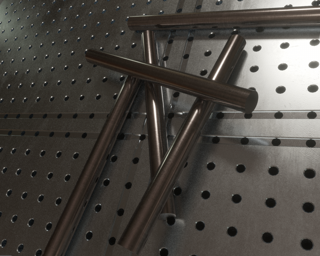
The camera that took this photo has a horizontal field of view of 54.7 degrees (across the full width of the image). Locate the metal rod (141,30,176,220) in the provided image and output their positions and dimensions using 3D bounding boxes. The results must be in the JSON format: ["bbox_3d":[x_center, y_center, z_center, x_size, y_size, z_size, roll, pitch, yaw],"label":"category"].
[{"bbox_3d":[-0.007,-0.026,0.426,0.025,0.025,0.299,-18,55,18],"label":"metal rod"}]

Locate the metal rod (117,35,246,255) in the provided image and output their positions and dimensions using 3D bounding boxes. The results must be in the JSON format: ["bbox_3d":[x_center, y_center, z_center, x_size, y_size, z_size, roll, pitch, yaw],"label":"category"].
[{"bbox_3d":[0.037,0.001,0.366,0.025,0.025,0.300,14,62,33],"label":"metal rod"}]

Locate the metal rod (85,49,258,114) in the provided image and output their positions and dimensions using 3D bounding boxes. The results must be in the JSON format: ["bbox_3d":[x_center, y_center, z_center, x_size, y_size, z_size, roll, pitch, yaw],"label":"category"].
[{"bbox_3d":[-0.009,-0.073,0.417,0.300,0.025,0.025,24,75,41],"label":"metal rod"}]

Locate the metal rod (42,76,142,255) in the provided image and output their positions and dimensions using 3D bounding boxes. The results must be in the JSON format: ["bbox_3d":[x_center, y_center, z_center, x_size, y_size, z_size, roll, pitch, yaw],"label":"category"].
[{"bbox_3d":[-0.086,0.045,0.423,0.025,0.025,0.300,8,66,31],"label":"metal rod"}]

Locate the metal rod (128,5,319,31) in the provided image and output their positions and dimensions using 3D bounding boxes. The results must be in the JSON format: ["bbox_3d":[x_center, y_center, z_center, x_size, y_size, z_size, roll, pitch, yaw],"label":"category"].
[{"bbox_3d":[0.077,-0.162,0.466,0.300,0.025,0.025,10,67,32],"label":"metal rod"}]
